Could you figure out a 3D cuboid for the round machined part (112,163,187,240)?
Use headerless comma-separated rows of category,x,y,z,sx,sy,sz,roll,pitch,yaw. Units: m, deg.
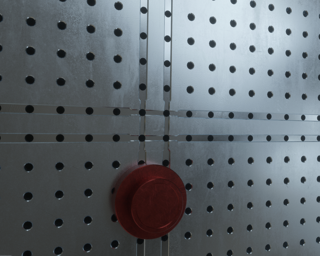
round machined part,-0.009,0.096,0.401,0.099,0.042,0.097,0,90,-20
